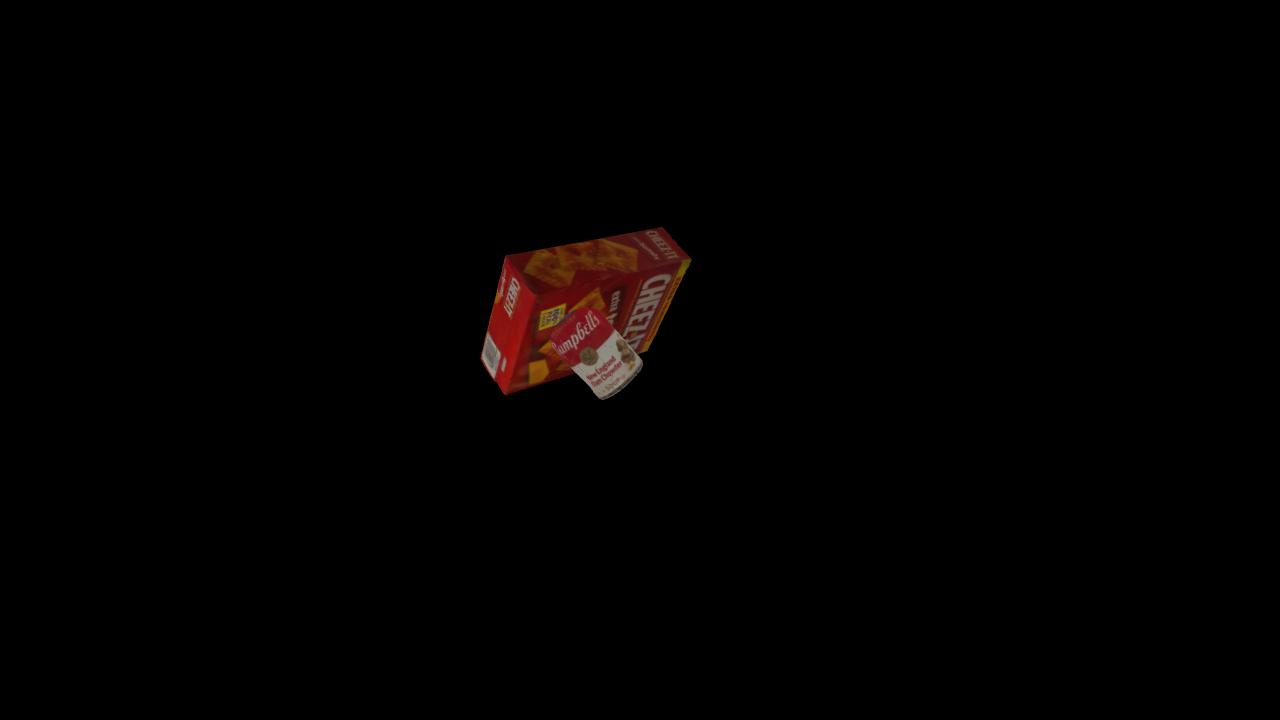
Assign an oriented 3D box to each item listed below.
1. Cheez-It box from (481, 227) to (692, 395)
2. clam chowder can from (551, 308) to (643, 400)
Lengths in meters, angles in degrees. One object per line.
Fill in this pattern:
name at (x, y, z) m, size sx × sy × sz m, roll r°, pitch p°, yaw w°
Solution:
Cheez-It box at (-0.063, -0.059, 0.724) m, size 0.223 × 0.071 × 0.166 m, roll -19°, pitch -31°, yaw -38°
clam chowder can at (-0.053, -0.014, 0.687) m, size 0.068 × 0.102 × 0.068 m, roll -38°, pitch 14°, yaw 11°
